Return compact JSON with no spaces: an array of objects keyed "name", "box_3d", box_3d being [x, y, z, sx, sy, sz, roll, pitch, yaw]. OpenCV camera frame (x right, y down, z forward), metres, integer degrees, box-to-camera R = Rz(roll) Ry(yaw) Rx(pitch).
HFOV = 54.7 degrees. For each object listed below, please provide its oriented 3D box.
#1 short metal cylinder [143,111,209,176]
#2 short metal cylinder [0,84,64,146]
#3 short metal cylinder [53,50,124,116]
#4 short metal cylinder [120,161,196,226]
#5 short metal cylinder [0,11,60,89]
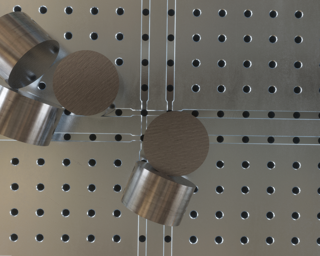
[{"name":"short metal cylinder","box_3d":[0.020,0.019,0.401,0.081,0.050,0.079,0,90,0]},{"name":"short metal cylinder","box_3d":[-0.168,-0.016,0.384,0.080,0.080,0.050,23,90,0]},{"name":"short metal cylinder","box_3d":[-0.090,-0.055,0.400,0.081,0.050,0.079,0,90,0]},{"name":"short metal cylinder","box_3d":[-0.002,0.080,0.386,0.080,0.080,0.050,23,90,0]},{"name":"short metal cylinder","box_3d":[-0.173,-0.095,0.384,0.050,0.080,0.080,43,90,0]}]
